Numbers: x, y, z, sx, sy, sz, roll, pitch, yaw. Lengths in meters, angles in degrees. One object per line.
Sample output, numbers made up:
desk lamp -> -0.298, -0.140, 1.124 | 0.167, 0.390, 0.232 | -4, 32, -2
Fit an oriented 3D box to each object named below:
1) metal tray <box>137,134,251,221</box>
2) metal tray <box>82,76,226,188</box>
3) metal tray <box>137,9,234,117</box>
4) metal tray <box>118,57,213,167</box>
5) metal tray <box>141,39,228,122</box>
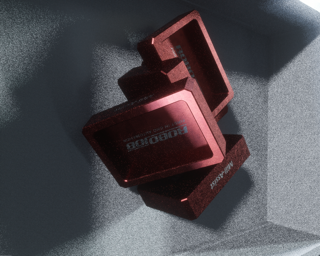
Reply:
metal tray -> 0.045, 0.055, 0.402 | 0.131, 0.090, 0.030 | -40, 115, -33
metal tray -> -0.006, 0.010, 0.334 | 0.090, 0.130, 0.030 | 60, 25, -23
metal tray -> 0.038, -0.071, 0.396 | 0.090, 0.030, 0.130 | -44, 116, -31
metal tray -> 0.014, -0.015, 0.374 | 0.030, 0.090, 0.130 | -45, 117, -31
metal tray -> 0.039, -0.055, 0.438 | 0.090, 0.030, 0.130 | -41, 114, -31
